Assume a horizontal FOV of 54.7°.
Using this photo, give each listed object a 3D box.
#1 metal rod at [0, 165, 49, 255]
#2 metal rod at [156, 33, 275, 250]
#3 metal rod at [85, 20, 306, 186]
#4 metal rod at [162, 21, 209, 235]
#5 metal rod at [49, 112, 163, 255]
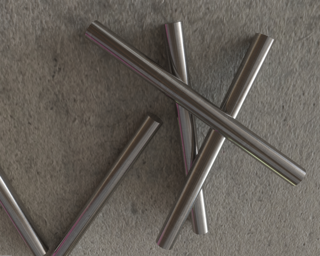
[{"bbox_3d":[-0.233,0.059,0.428,0.025,0.025,0.298,-18,109,6],"label":"metal rod"},{"bbox_3d":[0.066,0.025,0.398,0.025,0.025,0.298,23,100,-9],"label":"metal rod"},{"bbox_3d":[0.041,-0.029,0.366,0.301,0.025,0.025,36,106,0],"label":"metal rod"},{"bbox_3d":[0.038,0.014,0.415,0.025,0.025,0.298,-9,110,3],"label":"metal rod"},{"bbox_3d":[-0.089,0.104,0.446,0.025,0.025,0.299,32,107,-12],"label":"metal rod"}]
